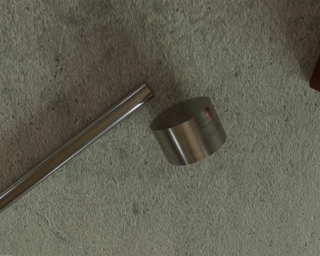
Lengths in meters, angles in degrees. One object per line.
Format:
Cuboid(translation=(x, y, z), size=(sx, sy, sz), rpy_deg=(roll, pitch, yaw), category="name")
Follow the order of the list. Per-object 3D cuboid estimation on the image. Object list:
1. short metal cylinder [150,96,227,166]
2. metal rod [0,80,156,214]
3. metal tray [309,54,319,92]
Cuboid(translation=(0.035, 0.002, 0.382), size=(0.080, 0.080, 0.050), rpy_deg=(-24, 109, 8), category="short metal cylinder")
Cuboid(translation=(-0.132, 0.036, 0.421), size=(0.300, 0.025, 0.025), rpy_deg=(-36, 106, 12), category="metal rod")
Cuboid(translation=(0.220, -0.095, 0.342), size=(0.030, 0.090, 0.129), rpy_deg=(10, 110, -4), category="metal tray")
